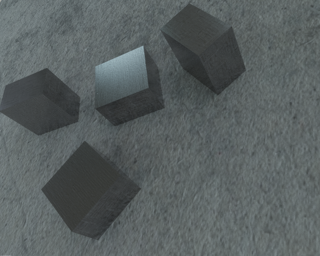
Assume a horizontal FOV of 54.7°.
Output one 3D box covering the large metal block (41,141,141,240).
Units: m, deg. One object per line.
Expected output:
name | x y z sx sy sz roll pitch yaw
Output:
large metal block | -0.085 0.076 0.384 0.080 0.050 0.080 35 81 38

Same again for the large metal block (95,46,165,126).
large metal block | -0.045 -0.060 0.446 0.080 0.050 0.080 -19 54 16

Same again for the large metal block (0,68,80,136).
large metal block | -0.185 -0.038 0.486 0.080 0.080 0.050 -18 55 18

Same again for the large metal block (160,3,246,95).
large metal block | 0.057 -0.101 0.400 0.050 0.080 0.080 -42 51 -1
